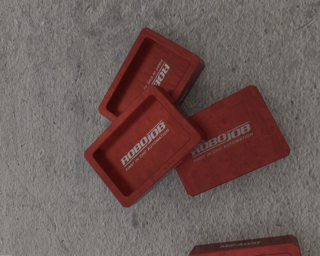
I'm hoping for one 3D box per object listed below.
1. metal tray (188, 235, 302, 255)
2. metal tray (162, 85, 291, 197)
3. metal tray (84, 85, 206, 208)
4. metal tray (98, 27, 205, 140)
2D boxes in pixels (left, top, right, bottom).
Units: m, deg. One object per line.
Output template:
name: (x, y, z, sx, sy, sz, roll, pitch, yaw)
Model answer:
metal tray: (0.106, 0.184, 0.368, 0.130, 0.030, 0.090, -14, 85, 19)
metal tray: (0.077, 0.017, 0.379, 0.130, 0.030, 0.090, -28, 81, 17)
metal tray: (-0.021, 0.022, 0.380, 0.130, 0.030, 0.090, -44, 76, 14)
metal tray: (-0.013, -0.054, 0.410, 0.090, 0.030, 0.129, 34, 101, 16)
